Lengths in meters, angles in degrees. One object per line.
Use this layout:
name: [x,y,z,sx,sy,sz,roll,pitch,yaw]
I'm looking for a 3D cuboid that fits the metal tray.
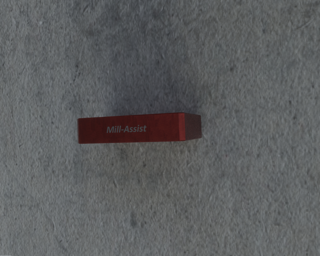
metal tray: [-0.022,0.001,0.381,0.130,0.090,0.030,-2,89,19]
